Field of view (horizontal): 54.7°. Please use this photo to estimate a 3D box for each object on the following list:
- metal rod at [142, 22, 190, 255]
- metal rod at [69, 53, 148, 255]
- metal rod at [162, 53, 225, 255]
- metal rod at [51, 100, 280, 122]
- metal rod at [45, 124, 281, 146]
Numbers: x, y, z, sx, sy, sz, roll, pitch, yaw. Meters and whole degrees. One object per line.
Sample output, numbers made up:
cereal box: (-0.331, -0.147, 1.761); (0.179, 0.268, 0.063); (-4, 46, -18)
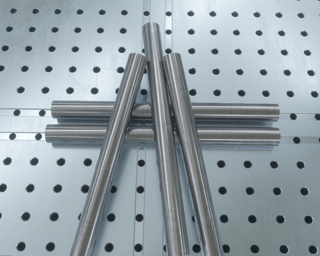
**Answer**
metal rod: (0.004, -0.001, 0.386); (0.025, 0.025, 0.299); (-6, 70, -3)
metal rod: (-0.065, 0.049, 0.374); (0.025, 0.025, 0.299); (14, 77, 4)
metal rod: (0.042, 0.050, 0.374); (0.025, 0.025, 0.299); (-10, 77, -4)
metal rod: (0.007, -0.023, 0.420); (0.302, 0.025, 0.025); (1, 70, 0)
metal rod: (0.004, 0.009, 0.409); (0.302, 0.025, 0.025); (1, 70, 0)
